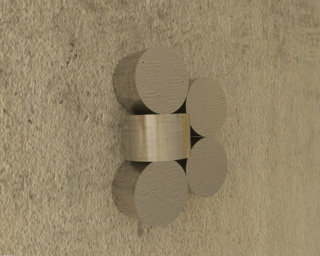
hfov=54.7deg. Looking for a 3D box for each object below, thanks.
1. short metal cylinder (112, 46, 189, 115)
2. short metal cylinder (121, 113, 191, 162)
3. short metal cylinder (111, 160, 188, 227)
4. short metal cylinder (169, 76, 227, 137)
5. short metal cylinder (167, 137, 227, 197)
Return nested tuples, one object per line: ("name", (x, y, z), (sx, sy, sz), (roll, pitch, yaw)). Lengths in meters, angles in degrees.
("short metal cylinder", (-0.011, -0.056, 0.380), (0.081, 0.050, 0.080), (-1, 91, -39))
("short metal cylinder", (-0.004, 0.009, 0.367), (0.081, 0.080, 0.050), (-4, 93, -40))
("short metal cylinder", (-0.012, 0.075, 0.380), (0.081, 0.050, 0.080), (-1, 91, -39))
("short metal cylinder", (0.047, -0.028, 0.428), (0.081, 0.050, 0.079), (-1, 91, -40))
("short metal cylinder", (0.048, 0.052, 0.429), (0.081, 0.050, 0.079), (-1, 91, -39))
